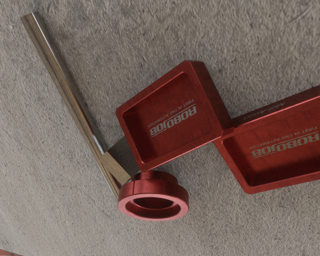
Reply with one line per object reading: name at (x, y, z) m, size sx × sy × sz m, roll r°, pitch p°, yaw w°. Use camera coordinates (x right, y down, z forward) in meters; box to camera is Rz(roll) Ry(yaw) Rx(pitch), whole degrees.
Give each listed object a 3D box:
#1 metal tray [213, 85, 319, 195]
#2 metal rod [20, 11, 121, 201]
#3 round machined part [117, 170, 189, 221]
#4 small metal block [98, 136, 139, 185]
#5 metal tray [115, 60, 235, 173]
metal tray at (0.136, 0.018, 0.342) m, size 0.130 × 0.030 × 0.090 m, roll -24°, pitch 106°, yaw 36°
metal rod at (-0.116, -0.018, 0.454) m, size 0.025 × 0.025 × 0.299 m, roll -10°, pitch 114°, yaw 32°
round machined part at (-0.009, 0.094, 0.440) m, size 0.099 × 0.042 × 0.097 m, roll 2°, pitch 143°, yaw 2°
small metal block at (-0.051, 0.044, 0.442) m, size 0.050 × 0.050 × 0.025 m, roll 48°, pitch 128°, yaw -4°
metal tray at (0.012, -0.010, 0.369) m, size 0.130 × 0.030 × 0.090 m, roll -30°, pitch 81°, yaw 37°
